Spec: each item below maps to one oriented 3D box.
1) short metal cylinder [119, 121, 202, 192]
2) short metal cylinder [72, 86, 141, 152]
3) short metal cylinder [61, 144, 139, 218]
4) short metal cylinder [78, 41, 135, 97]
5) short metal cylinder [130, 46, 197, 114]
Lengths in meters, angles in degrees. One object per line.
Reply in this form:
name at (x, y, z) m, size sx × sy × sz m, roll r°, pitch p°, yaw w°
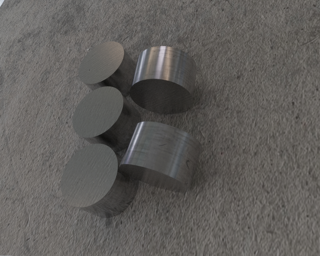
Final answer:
short metal cylinder at (0.001, 0.034, 0.347) m, size 0.080 × 0.080 × 0.050 m, roll 7°, pitch 65°, yaw 31°
short metal cylinder at (-0.073, -0.011, 0.433) m, size 0.080 × 0.050 × 0.080 m, roll -13°, pitch 56°, yaw 21°
short metal cylinder at (-0.074, 0.066, 0.386) m, size 0.080 × 0.050 × 0.080 m, roll -13°, pitch 56°, yaw 21°
short metal cylinder at (-0.078, -0.087, 0.483) m, size 0.080 × 0.050 × 0.080 m, roll -13°, pitch 56°, yaw 21°
short metal cylinder at (0.005, -0.060, 0.403) m, size 0.080 × 0.080 × 0.050 m, roll -4°, pitch 60°, yaw 26°
